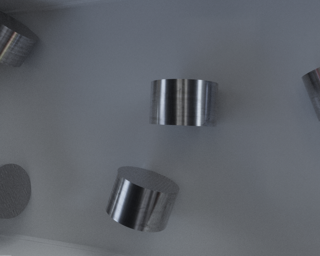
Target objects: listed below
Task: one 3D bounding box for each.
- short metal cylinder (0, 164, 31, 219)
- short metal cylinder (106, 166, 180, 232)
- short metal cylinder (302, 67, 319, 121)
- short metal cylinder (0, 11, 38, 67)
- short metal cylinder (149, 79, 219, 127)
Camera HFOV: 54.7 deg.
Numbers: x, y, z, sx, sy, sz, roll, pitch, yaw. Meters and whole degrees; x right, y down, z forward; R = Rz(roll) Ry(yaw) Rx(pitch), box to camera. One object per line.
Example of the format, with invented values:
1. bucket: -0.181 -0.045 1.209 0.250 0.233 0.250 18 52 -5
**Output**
1. short metal cylinder: -0.243 0.095 0.465 0.050 0.080 0.080 -7 88 19
2. short metal cylinder: -0.022 0.087 0.388 0.080 0.080 0.050 21 97 18
3. short metal cylinder: 0.194 -0.043 0.313 0.080 0.080 0.050 -20 84 18
4. short metal cylinder: -0.233 -0.135 0.461 0.080 0.080 0.050 41 103 15
5. short metal cylinder: 0.028 -0.028 0.371 0.080 0.080 0.050 3 91 19
